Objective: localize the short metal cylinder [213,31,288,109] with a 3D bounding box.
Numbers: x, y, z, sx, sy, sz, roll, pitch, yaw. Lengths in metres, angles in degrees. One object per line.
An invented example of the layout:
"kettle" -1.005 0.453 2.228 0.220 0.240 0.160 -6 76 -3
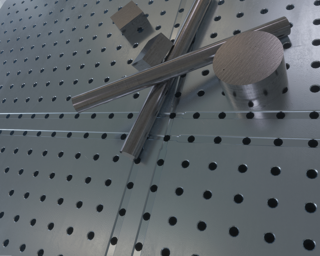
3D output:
"short metal cylinder" 0.111 -0.070 0.377 0.080 0.050 0.080 -13 56 21

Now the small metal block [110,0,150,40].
"small metal block" -0.055 -0.195 0.557 0.050 0.025 0.050 -37 51 3

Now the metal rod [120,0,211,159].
"metal rod" 0.017 -0.093 0.455 0.025 0.025 0.300 12 67 33

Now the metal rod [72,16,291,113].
"metal rod" 0.024 -0.083 0.419 0.301 0.025 0.025 -20 54 5

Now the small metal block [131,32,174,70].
"small metal block" -0.012 -0.111 0.468 0.050 0.025 0.050 -57 20 -13
